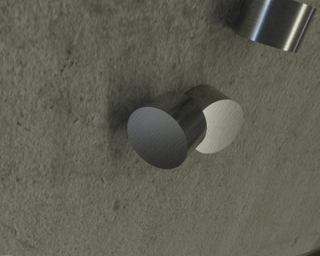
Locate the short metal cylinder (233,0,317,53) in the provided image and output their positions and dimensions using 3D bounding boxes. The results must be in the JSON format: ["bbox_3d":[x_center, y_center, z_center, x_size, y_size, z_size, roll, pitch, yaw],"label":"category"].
[{"bbox_3d":[0.135,-0.127,0.369,0.081,0.080,0.050,2,117,-30],"label":"short metal cylinder"}]

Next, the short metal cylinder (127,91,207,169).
[{"bbox_3d":[0.009,0.002,0.369,0.050,0.080,0.079,-40,140,-48],"label":"short metal cylinder"}]

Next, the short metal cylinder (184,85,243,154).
[{"bbox_3d":[0.065,-0.012,0.420,0.081,0.050,0.079,-14,125,-21],"label":"short metal cylinder"}]
